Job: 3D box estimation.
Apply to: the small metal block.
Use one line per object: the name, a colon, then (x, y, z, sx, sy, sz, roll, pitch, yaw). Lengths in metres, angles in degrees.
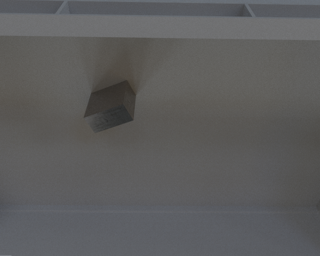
small metal block: (-0.058, -0.026, 0.370, 0.050, 0.050, 0.025, -18, 128, 14)
